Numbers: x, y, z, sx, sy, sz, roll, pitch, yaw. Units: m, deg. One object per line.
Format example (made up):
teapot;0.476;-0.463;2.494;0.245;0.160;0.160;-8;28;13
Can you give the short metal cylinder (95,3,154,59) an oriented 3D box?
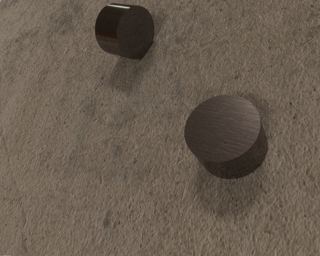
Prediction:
short metal cylinder;-0.055;-0.153;0.489;0.050;0.080;0.080;22;74;36

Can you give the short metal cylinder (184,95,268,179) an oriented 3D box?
short metal cylinder;0.074;0.010;0.342;0.080;0.050;0.080;-13;56;20
